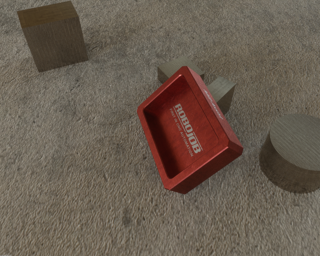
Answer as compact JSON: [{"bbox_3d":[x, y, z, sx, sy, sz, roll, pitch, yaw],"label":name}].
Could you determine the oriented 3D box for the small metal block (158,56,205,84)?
[{"bbox_3d":[0.031,-0.078,0.469,0.050,0.025,0.050,-26,55,-20],"label":"small metal block"}]

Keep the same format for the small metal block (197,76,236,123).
[{"bbox_3d":[0.073,-0.033,0.415,0.025,0.050,0.050,33,58,24],"label":"small metal block"}]

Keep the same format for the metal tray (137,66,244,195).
[{"bbox_3d":[0.028,0.000,0.365,0.090,0.030,0.130,-40,49,22],"label":"metal tray"}]

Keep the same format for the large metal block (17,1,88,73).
[{"bbox_3d":[-0.165,-0.143,0.486,0.081,0.080,0.050,-19,53,-15],"label":"large metal block"}]

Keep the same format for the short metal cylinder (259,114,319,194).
[{"bbox_3d":[0.163,0.029,0.363,0.081,0.050,0.080,0,50,0],"label":"short metal cylinder"}]
